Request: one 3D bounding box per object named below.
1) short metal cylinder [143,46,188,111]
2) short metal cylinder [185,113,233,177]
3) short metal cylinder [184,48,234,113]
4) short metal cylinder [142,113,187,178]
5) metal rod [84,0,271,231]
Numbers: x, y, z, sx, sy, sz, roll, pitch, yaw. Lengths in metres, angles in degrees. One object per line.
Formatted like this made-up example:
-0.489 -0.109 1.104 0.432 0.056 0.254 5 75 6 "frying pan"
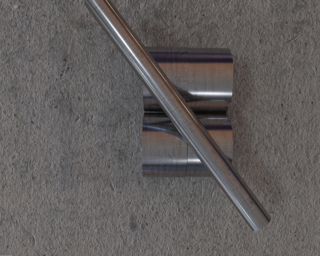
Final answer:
0.006 -0.060 0.384 0.050 0.080 0.079 1 90 0 "short metal cylinder"
0.056 0.021 0.384 0.050 0.080 0.079 1 90 0 "short metal cylinder"
0.057 -0.059 0.384 0.050 0.080 0.079 1 90 0 "short metal cylinder"
0.005 0.021 0.384 0.050 0.080 0.079 1 90 0 "short metal cylinder"
0.019 -0.018 0.331 0.025 0.025 0.299 -37 90 0 "metal rod"
